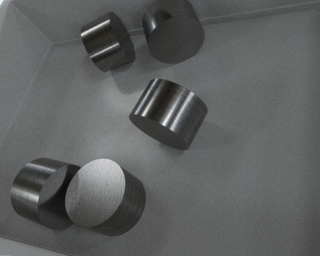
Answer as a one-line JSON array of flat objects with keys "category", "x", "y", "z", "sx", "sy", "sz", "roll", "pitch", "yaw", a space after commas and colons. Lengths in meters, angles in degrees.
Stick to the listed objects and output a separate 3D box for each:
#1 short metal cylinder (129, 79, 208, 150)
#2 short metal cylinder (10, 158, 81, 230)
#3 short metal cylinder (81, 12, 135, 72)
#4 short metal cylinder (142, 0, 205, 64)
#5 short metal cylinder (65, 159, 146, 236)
[{"category": "short metal cylinder", "x": 0.010, "y": -0.015, "z": 0.373, "sx": 0.080, "sy": 0.080, "sz": 0.050, "roll": 19, "pitch": 72, "yaw": 35}, {"category": "short metal cylinder", "x": -0.136, "y": 0.081, "z": 0.390, "sx": 0.050, "sy": 0.080, "sz": 0.080, "roll": 8, "pitch": 66, "yaw": 31}, {"category": "short metal cylinder", "x": -0.081, "y": -0.136, "z": 0.494, "sx": 0.050, "sy": 0.080, "sz": 0.080, "roll": -21, "pitch": 54, "yaw": 15}, {"category": "short metal cylinder", "x": 0.018, "y": -0.140, "z": 0.446, "sx": 0.080, "sy": 0.080, "sz": 0.050, "roll": -24, "pitch": 53, "yaw": 13}, {"category": "short metal cylinder", "x": -0.064, "y": 0.083, "z": 0.371, "sx": 0.080, "sy": 0.050, "sz": 0.080, "roll": -13, "pitch": 56, "yaw": 20}]
